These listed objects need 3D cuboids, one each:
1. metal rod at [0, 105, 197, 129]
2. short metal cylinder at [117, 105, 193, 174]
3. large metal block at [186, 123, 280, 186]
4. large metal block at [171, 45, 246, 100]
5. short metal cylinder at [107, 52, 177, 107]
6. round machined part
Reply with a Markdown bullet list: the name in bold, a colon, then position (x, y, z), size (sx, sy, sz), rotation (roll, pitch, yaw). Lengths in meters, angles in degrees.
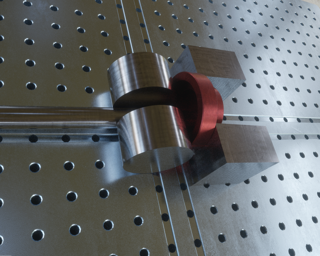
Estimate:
- **metal rod**: position (-0.095, -0.012, 0.349), size (0.303, 0.025, 0.025), rotation (-1, 62, -24)
- **short metal cylinder**: position (-0.007, 0.015, 0.359), size (0.081, 0.080, 0.050), rotation (1, 62, -28)
- **large metal block**: position (0.088, 0.036, 0.399), size (0.081, 0.080, 0.050), rotation (3, 61, -27)
- **large metal block**: position (0.061, -0.069, 0.449), size (0.081, 0.080, 0.050), rotation (0, 62, -28)
- **short metal cylinder**: position (-0.023, -0.050, 0.391), size (0.081, 0.080, 0.050), rotation (1, 62, -28)
- **round machined part**: position (0.044, -0.021, 0.397), size (0.042, 0.097, 0.098), rotation (1, 62, -28)
